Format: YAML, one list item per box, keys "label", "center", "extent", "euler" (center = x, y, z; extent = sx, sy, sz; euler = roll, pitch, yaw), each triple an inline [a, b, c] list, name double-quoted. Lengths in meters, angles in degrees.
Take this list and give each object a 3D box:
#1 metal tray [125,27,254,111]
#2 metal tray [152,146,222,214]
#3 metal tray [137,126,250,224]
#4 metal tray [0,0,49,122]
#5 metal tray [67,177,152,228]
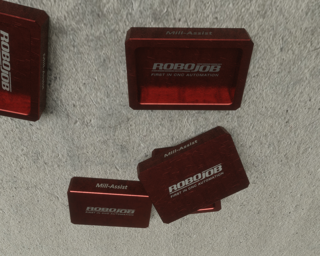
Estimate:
- label: "metal tray"
  center: [0.030, -0.064, 0.349]
  extent: [0.131, 0.030, 0.089]
  euler: [0, 130, -1]
- label: "metal tray"
  center: [0.043, 0.082, 0.474]
  extent: [0.090, 0.030, 0.129]
  euler: [-8, 130, 6]
- label: "metal tray"
  center: [0.046, 0.065, 0.423]
  extent: [0.130, 0.030, 0.090]
  euler: [-25, 111, 1]
- label: "metal tray"
  center: [-0.175, -0.072, 0.340]
  extent: [0.091, 0.030, 0.129]
  euler: [11, 129, -10]
- label: "metal tray"
  center: [-0.080, 0.124, 0.509]
  extent: [0.131, 0.030, 0.089]
  euler: [5, 130, -5]
